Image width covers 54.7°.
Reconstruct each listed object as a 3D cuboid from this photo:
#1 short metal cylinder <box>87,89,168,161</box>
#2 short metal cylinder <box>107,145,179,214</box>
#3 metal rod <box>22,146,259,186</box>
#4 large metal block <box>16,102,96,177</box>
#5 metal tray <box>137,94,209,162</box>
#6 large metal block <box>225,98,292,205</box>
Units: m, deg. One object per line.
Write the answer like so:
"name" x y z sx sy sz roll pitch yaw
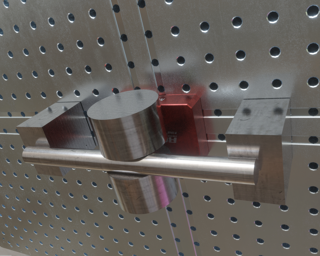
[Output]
"short metal cylinder" -0.036 -0.006 0.352 0.080 0.080 0.050 1 119 28
"short metal cylinder" -0.021 0.060 0.385 0.080 0.080 0.050 1 119 28
"metal rod" -0.044 0.039 0.354 0.300 0.025 0.025 1 119 27
"large metal block" -0.151 0.014 0.463 0.050 0.080 0.080 1 119 28
"metal tray" -0.007 0.004 0.414 0.130 0.030 0.089 1 119 27
"large metal block" 0.109 0.022 0.330 0.050 0.080 0.080 1 119 28
